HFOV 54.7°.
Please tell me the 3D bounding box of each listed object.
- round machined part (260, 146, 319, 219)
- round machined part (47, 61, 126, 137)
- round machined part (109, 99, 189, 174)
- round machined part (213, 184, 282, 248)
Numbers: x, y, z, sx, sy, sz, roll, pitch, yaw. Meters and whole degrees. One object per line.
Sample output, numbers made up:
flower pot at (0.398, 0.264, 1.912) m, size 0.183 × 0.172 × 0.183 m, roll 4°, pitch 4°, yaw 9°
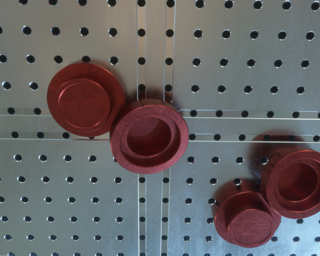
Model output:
round machined part at (0.185, 0.071, 0.428) m, size 0.099 × 0.042 × 0.097 m, roll -1°, pitch 103°, yaw -6°
round machined part at (-0.094, -0.033, 0.391) m, size 0.099 × 0.042 × 0.097 m, roll 0°, pitch 110°, yaw -1°
round machined part at (-0.016, 0.007, 0.399) m, size 0.099 × 0.042 × 0.097 m, roll -6°, pitch 118°, yaw -12°
round machined part at (0.130, 0.136, 0.456) m, size 0.099 × 0.042 × 0.097 m, roll 0°, pitch 111°, yaw -1°
